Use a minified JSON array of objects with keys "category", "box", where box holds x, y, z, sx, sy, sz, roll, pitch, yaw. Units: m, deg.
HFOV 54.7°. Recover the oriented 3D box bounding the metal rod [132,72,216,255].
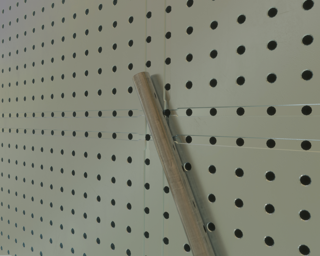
[{"category":"metal rod","box":[0.022,0.064,0.389,0.025,0.025,0.299,-31,71,35]}]
